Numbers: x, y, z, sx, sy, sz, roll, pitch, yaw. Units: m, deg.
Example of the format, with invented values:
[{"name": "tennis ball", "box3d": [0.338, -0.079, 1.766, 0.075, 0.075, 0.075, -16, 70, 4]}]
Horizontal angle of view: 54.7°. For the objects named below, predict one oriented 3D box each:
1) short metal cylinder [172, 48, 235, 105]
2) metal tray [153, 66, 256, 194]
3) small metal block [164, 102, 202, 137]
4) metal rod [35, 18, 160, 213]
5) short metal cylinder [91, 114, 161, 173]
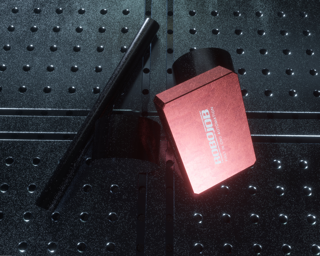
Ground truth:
[{"name": "short metal cylinder", "box3d": [0.059, -0.061, 0.405, 0.081, 0.080, 0.050, -7, 70, -3]}, {"name": "metal tray", "box3d": [0.056, 0.005, 0.362, 0.090, 0.129, 0.030, -26, 29, -9]}, {"name": "small metal block", "box3d": [0.030, -0.012, 0.403, 0.050, 0.050, 0.025, -9, 71, -3]}, {"name": "metal rod", "box3d": [-0.076, -0.030, 0.421, 0.025, 0.025, 0.300, 24, 72, 8]}, {"name": "short metal cylinder", "box3d": [-0.040, 0.022, 0.374, 0.081, 0.080, 0.050, 2, 70, 0]}]
